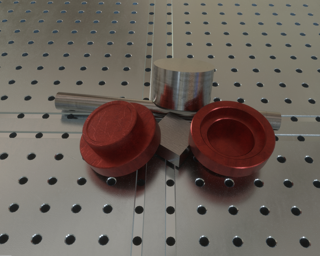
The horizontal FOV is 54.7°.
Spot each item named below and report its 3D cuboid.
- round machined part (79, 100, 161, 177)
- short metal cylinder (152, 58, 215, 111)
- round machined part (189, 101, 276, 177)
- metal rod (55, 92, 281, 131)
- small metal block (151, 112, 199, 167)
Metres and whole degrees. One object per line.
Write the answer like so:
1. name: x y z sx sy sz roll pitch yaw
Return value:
1. round machined part: -0.052 0.005 0.370 0.098 0.042 0.098 -11 49 14
2. short metal cylinder: 0.031 -0.061 0.419 0.081 0.050 0.080 3 25 -1
3. round machined part: 0.084 0.017 0.375 0.099 0.042 0.098 2 52 -2
4. metal rod: 0.008 -0.023 0.422 0.302 0.025 0.025 6 50 4
5. small metal block: 0.018 0.013 0.391 0.050 0.025 0.050 29 56 22
